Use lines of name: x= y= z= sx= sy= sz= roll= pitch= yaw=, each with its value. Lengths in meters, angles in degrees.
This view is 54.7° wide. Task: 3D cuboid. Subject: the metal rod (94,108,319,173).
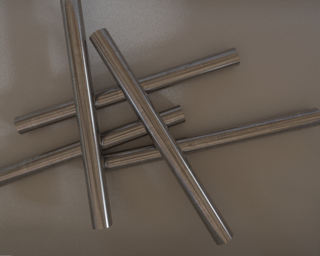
metal rod: x=0.063 y=0.017 z=0.412 sx=0.302 sy=0.025 sz=0.025 roll=-12 pitch=90 yaw=-1

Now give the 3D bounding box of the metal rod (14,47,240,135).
metal rod: x=-0.042 y=-0.049 z=0.410 sx=0.302 sy=0.025 sz=0.025 roll=-18 pitch=90 yaw=-1

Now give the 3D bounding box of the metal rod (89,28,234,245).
metal rod: x=0.002 y=0.011 z=0.385 sx=0.025 sy=0.025 sz=0.299 roll=-32 pitch=90 yaw=0

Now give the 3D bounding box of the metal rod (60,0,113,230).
metal rod: x=-0.092 y=-0.026 z=0.384 sx=0.025 sy=0.025 sz=0.298 roll=-8 pitch=90 yaw=0

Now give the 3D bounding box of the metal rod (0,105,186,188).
metal rod: x=-0.112 y=0.031 z=0.409 sx=0.302 sy=0.025 sz=0.025 roll=-19 pitch=90 yaw=-1
